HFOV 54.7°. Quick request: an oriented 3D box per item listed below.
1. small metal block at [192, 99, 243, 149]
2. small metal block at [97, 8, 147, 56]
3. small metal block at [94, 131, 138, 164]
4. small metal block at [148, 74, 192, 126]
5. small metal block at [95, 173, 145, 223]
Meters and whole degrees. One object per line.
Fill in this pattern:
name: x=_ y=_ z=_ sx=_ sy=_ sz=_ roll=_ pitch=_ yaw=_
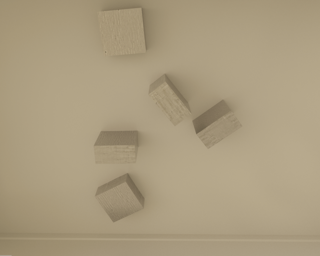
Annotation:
small metal block: x=0.072 y=-0.006 z=0.396 sx=0.050 sy=0.050 sz=0.025 roll=-35 pitch=106 yaw=12
small metal block: x=-0.044 y=-0.114 z=0.369 sx=0.050 sy=0.025 sz=0.050 roll=-5 pitch=110 yaw=1
small metal block: x=-0.056 y=0.024 z=0.406 sx=0.050 sy=0.050 sz=0.025 roll=-1 pitch=110 yaw=0
small metal block: x=0.012 y=-0.036 z=0.385 sx=0.025 sy=0.050 sz=0.050 roll=-37 pitch=106 yaw=12
small metal block: x=-0.057 y=0.101 z=0.448 sx=0.050 sy=0.025 sz=0.050 roll=-27 pitch=108 yaw=9
